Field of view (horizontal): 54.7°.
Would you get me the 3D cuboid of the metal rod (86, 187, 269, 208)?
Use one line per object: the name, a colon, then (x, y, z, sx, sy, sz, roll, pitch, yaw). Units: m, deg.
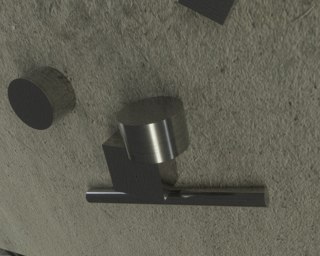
metal rod: (0.007, 0.103, 0.466, 0.300, 0.025, 0.025, -7, 115, 31)

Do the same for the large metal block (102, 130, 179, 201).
large metal block: (-0.025, 0.048, 0.434, 0.080, 0.050, 0.079, 5, 121, 25)

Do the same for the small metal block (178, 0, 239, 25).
small metal block: (0.052, -0.135, 0.296, 0.050, 0.025, 0.050, 30, 128, 8)

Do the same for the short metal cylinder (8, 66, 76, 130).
short metal cylinder: (-0.172, -0.044, 0.454, 0.080, 0.050, 0.079, 13, 124, 21)

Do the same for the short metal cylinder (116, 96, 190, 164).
short metal cylinder: (-0.007, 0.000, 0.375, 0.080, 0.080, 0.050, 2, 119, 27)
